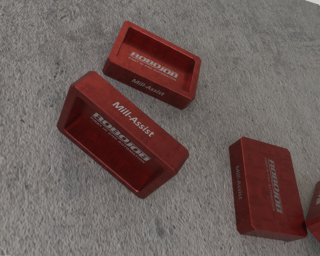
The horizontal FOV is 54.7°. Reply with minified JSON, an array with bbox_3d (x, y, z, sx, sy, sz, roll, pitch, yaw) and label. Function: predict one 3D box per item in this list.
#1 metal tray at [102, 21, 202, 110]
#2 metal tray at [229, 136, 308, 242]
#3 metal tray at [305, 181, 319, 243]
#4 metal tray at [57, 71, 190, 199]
[{"bbox_3d":[-0.007,-0.091,0.451,0.131,0.030,0.090,24,53,-14],"label":"metal tray"},{"bbox_3d":[0.146,0.083,0.429,0.091,0.030,0.130,15,56,-20],"label":"metal tray"},{"bbox_3d":[0.257,0.132,0.437,0.090,0.030,0.131,51,37,8],"label":"metal tray"},{"bbox_3d":[-0.044,0.012,0.330,0.130,0.090,0.030,40,51,-1],"label":"metal tray"}]
